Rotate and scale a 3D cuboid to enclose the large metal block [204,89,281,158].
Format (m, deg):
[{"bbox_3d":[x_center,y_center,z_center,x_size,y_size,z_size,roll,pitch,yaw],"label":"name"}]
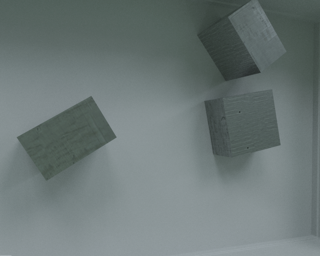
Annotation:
[{"bbox_3d":[0.117,-0.008,0.442,0.081,0.050,0.079,-12,94,-20],"label":"large metal block"}]

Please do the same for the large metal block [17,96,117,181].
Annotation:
[{"bbox_3d":[-0.104,0.009,0.344,0.080,0.080,0.050,-33,101,-17],"label":"large metal block"}]

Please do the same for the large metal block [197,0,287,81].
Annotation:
[{"bbox_3d":[0.109,-0.116,0.423,0.050,0.080,0.080,-39,103,-16],"label":"large metal block"}]
